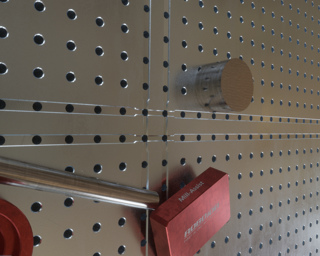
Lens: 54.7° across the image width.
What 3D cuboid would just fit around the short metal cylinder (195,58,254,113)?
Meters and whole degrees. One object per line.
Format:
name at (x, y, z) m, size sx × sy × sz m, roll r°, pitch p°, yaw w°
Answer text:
short metal cylinder at (0.100, -0.064, 0.480) m, size 0.081 × 0.050 × 0.079 m, roll 0°, pitch 90°, yaw -40°

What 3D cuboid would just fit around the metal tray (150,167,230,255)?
metal tray at (0.048, 0.124, 0.435) m, size 0.131 × 0.030 × 0.089 m, roll -29°, pitch 123°, yaw -36°

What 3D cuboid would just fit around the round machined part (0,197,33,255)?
round machined part at (-0.164, 0.103, 0.261) m, size 0.099 × 0.042 × 0.097 m, roll 0°, pitch 90°, yaw -40°

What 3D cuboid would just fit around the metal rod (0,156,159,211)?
metal rod at (-0.119, 0.050, 0.310) m, size 0.302 × 0.025 × 0.025 m, roll 22°, pitch 76°, yaw -38°
